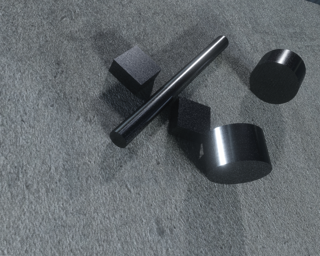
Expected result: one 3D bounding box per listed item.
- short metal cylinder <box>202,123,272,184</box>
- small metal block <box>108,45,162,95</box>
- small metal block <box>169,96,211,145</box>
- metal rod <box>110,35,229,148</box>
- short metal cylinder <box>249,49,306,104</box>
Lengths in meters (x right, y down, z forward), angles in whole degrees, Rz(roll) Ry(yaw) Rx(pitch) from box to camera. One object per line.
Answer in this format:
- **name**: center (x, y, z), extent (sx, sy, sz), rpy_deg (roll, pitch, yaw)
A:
- **short metal cylinder**: center (0.098, 0.035, 0.399), extent (0.081, 0.080, 0.050), rpy_deg (11, 57, -23)
- **small metal block**: center (-0.034, -0.082, 0.435), extent (0.050, 0.025, 0.050), rpy_deg (44, 51, 2)
- **small metal block**: center (0.042, -0.011, 0.433), extent (0.050, 0.025, 0.050), rpy_deg (18, 55, -18)
- **metal rod**: center (0.031, -0.070, 0.463), extent (0.025, 0.025, 0.301), rpy_deg (43, 51, 1)
- **short metal cylinder**: center (0.201, -0.088, 0.530), extent (0.080, 0.080, 0.050), rpy_deg (41, 51, 0)
